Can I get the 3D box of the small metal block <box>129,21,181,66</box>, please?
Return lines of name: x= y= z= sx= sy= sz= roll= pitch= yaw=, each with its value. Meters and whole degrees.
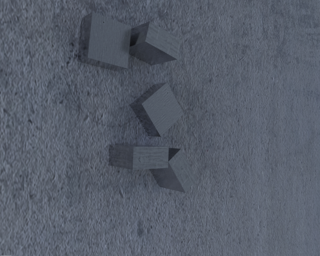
small metal block: x=-0.011 y=-0.101 z=0.378 sx=0.050 sy=0.050 sz=0.025 roll=19 pitch=78 yaw=-39

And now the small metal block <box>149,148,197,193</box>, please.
small metal block: x=0.013 y=0.053 z=0.399 sx=0.025 sy=0.050 sz=0.050 roll=-43 pitch=116 yaw=-32

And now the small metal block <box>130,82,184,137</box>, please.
small metal block: x=-0.003 y=-0.024 z=0.402 sx=0.050 sy=0.025 sz=0.050 roll=-44 pitch=117 yaw=-31

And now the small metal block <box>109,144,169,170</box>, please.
small metal block: x=-0.025 y=0.033 z=0.367 sx=0.050 sy=0.050 sz=0.025 roll=3 pitch=88 yaw=-40

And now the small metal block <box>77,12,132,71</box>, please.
small metal block: x=-0.062 y=-0.096 z=0.352 sx=0.050 sy=0.025 sz=0.050 roll=8 pitch=85 yaw=-40
